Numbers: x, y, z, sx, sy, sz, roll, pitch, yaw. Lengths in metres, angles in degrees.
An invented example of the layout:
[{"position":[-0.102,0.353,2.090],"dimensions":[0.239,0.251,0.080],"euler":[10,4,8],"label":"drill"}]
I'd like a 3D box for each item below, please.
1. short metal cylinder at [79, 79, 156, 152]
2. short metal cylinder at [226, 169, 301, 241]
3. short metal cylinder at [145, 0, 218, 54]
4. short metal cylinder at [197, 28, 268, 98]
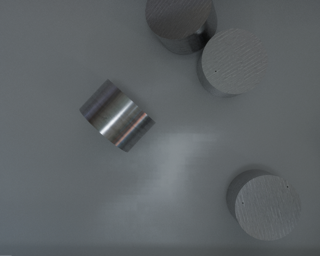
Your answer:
[{"position":[-0.052,-0.015,0.383],"dimensions":[0.080,0.080,0.050],"euler":[43,90,0],"label":"short metal cylinder"},{"position":[0.131,0.097,0.400],"dimensions":[0.081,0.050,0.080],"euler":[0,90,0],"label":"short metal cylinder"},{"position":[0.028,-0.139,0.387],"dimensions":[0.080,0.050,0.080],"euler":[-2,82,17],"label":"short metal cylinder"},{"position":[0.090,-0.081,0.399],"dimensions":[0.081,0.050,0.080],"euler":[0,90,0],"label":"short metal cylinder"}]
